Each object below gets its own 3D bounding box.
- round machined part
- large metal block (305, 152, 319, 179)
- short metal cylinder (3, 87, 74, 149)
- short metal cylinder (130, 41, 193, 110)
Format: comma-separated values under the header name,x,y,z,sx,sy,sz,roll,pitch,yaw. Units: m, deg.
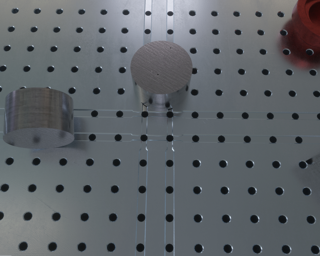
name,x,y,z,sx,sy,sz,roll,pitch,yaw
round machined part,0.246,-0.160,0.463,0.099,0.042,0.098,0,70,0
large metal block,0.248,0.048,0.383,0.080,0.050,0.080,-30,73,-11
short metal cylinder,-0.149,-0.010,0.385,0.081,0.080,0.050,-6,70,-2
short metal cylinder,0.002,-0.071,0.424,0.081,0.050,0.080,0,70,0
